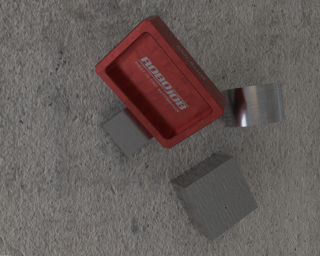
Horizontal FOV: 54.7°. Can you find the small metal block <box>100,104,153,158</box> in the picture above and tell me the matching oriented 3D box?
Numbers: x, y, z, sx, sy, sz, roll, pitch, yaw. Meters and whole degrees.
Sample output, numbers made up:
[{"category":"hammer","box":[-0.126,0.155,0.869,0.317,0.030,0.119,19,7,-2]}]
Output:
[{"category":"small metal block","box":[-0.040,0.002,0.394,0.050,0.025,0.050,-39,103,-16]}]

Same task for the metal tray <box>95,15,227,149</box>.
[{"category":"metal tray","box":[0.001,-0.048,0.355,0.130,0.090,0.030,49,31,-11]}]

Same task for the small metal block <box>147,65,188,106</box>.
[{"category":"small metal block","box":[0.012,-0.050,0.400,0.025,0.050,0.050,-42,104,-15]}]

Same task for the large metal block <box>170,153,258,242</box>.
[{"category":"large metal block","box":[0.073,0.090,0.423,0.080,0.050,0.080,-30,100,-18]}]

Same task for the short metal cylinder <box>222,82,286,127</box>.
[{"category":"short metal cylinder","box":[0.127,-0.031,0.427,0.081,0.080,0.050,-9,93,-20]}]
